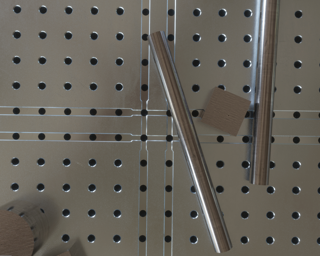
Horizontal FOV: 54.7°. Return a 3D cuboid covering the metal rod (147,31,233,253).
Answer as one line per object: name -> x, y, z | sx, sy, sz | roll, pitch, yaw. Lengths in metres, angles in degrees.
metal rod -> 0.040, 0.018, 0.413 | 0.025, 0.025, 0.298 | -18, 90, 0

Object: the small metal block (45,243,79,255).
small metal block -> -0.131, 0.191, 0.412 | 0.050, 0.025, 0.050 | -23, 90, 0

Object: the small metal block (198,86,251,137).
small metal block -> 0.086, -0.021, 0.414 | 0.050, 0.025, 0.050 | 23, 90, 0

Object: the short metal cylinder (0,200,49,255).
short metal cylinder -> -0.193, 0.139, 0.399 | 0.081, 0.050, 0.080 | 0, 90, 0

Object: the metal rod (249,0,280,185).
metal rod -> 0.141, -0.075, 0.414 | 0.025, 0.025, 0.298 | 4, 90, 0
